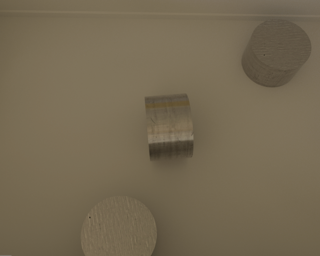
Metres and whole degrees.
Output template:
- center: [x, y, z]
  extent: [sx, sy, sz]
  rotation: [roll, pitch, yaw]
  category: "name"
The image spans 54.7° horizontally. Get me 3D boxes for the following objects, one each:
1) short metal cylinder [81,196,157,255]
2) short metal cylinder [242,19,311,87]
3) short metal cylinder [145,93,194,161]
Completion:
- center: [-0.044, 0.121, 0.352]
  extent: [0.081, 0.050, 0.080]
  rotation: [0, 70, 0]
  category: "short metal cylinder"
- center: [0.162, -0.104, 0.437]
  extent: [0.081, 0.050, 0.080]
  rotation: [0, 70, 0]
  category: "short metal cylinder"
- center: [0.010, -0.001, 0.381]
  extent: [0.050, 0.080, 0.080]
  rotation: [-5, 70, -2]
  category: "short metal cylinder"
